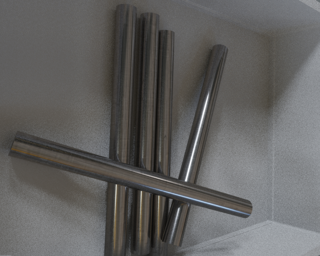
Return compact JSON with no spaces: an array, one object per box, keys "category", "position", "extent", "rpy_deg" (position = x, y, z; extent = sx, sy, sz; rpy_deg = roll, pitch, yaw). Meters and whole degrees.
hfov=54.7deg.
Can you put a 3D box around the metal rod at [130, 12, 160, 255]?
[{"category":"metal rod","position":[-0.019,0.006,0.392],"extent":[0.025,0.025,0.298],"rpy_deg":[4,88,-40]}]

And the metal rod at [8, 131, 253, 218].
[{"category":"metal rod","position":[-0.011,0.062,0.357],"extent":[0.302,0.025,0.025],"rpy_deg":[21,77,-25]}]

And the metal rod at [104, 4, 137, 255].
[{"category":"metal rod","position":[-0.047,0.004,0.369],"extent":[0.025,0.025,0.298],"rpy_deg":[4,87,-40]}]

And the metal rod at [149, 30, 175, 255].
[{"category":"metal rod","position":[0.002,0.022,0.410],"extent":[0.025,0.025,0.298],"rpy_deg":[3,88,-40]}]

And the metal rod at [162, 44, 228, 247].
[{"category":"metal rod","position":[0.055,0.010,0.437],"extent":[0.025,0.025,0.299],"rpy_deg":[32,65,-36]}]
